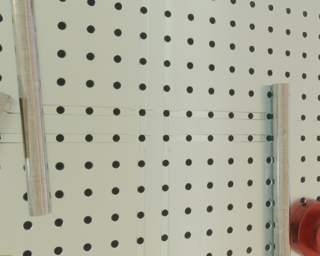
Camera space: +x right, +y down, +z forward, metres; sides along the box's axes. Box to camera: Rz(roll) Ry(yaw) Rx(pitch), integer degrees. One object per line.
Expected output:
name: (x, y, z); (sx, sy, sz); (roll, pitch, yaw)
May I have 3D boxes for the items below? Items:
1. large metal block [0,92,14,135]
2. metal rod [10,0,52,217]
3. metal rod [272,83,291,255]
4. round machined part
large metal block: (-0.211, -0.009, 0.321); (0.081, 0.050, 0.080); (19, 84, -19)
metal rod: (-0.150, -0.049, 0.357); (0.025, 0.025, 0.298); (-5, 92, -20)
metal rod: (0.190, 0.080, 0.485); (0.025, 0.025, 0.298); (-1, 90, -20)
round machined part: (0.265, 0.170, 0.504); (0.099, 0.042, 0.097); (0, 90, -21)
